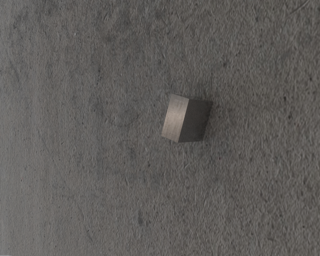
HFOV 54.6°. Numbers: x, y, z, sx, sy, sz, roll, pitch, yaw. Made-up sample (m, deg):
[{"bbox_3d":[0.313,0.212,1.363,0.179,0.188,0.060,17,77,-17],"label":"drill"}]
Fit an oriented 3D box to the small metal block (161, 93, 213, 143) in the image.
[{"bbox_3d":[0.032,-0.011,0.363,0.025,0.050,0.050,23,104,38],"label":"small metal block"}]
